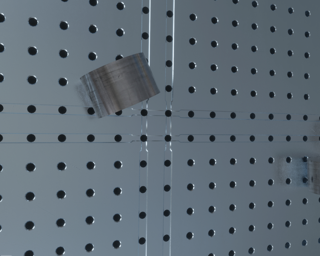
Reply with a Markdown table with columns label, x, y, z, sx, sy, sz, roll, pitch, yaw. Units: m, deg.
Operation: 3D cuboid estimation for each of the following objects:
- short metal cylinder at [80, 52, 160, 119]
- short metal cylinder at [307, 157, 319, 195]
| label | x | y | z | sx | sy | sz | roll | pitch | yaw |
| --- | --- | --- | --- | --- | --- | --- | --- | --- | --- |
| short metal cylinder | -0.046 | -0.050 | 0.366 | 0.081 | 0.080 | 0.050 | -26 | 99 | -18 |
| short metal cylinder | 0.275 | 0.074 | 0.485 | 0.081 | 0.080 | 0.050 | -3 | 91 | -20 |
